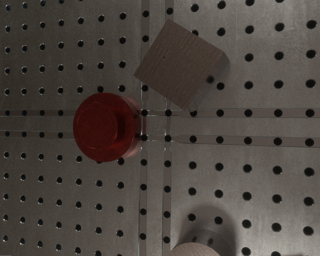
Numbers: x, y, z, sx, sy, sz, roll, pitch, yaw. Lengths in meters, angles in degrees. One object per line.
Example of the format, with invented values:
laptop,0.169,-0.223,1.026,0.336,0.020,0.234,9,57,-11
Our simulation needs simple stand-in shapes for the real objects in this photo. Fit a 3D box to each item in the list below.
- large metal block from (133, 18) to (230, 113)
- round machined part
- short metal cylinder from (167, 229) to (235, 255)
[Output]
large metal block,0.028,-0.075,0.389,0.080,0.050,0.080,36,101,16
round machined part,-0.080,-0.001,0.431,0.098,0.042,0.097,0,90,19
short metal cylinder,0.050,0.172,0.381,0.080,0.050,0.079,0,90,19
